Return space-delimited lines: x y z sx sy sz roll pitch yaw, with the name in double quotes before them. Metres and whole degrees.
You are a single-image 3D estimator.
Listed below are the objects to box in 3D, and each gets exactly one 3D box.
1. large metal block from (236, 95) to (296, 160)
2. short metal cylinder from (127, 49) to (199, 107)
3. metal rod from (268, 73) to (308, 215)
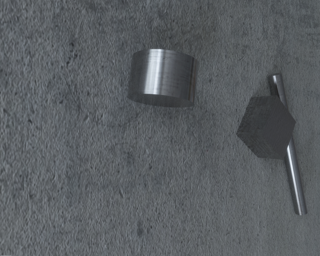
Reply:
"large metal block" 0.189 0.000 0.546 0.080 0.050 0.080 41 65 -32
"short metal cylinder" 0.004 -0.056 0.372 0.081 0.080 0.050 11 83 -40
"metal rod" 0.258 0.038 0.620 0.025 0.025 0.298 -26 107 -37
